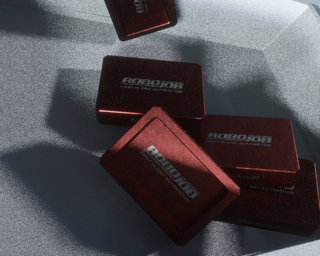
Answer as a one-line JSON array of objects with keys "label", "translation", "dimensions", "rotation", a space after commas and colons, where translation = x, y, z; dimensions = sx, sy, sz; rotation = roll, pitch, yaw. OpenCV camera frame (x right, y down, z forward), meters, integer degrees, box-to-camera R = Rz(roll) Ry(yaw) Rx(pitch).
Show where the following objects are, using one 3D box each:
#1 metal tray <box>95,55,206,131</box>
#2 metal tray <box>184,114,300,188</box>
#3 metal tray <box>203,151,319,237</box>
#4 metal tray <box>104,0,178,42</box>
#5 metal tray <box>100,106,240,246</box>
[{"label": "metal tray", "translation": [-0.011, -0.046, 0.399], "dimensions": [0.131, 0.030, 0.090], "rotation": [4, 58, -5]}, {"label": "metal tray", "translation": [0.098, 0.025, 0.390], "dimensions": [0.131, 0.030, 0.090], "rotation": [4, 44, 11]}, {"label": "metal tray", "translation": [0.122, 0.075, 0.384], "dimensions": [0.131, 0.030, 0.090], "rotation": [8, 52, 9]}, {"label": "metal tray", "translation": [-0.030, -0.183, 0.414], "dimensions": [0.090, 0.130, 0.030], "rotation": [-17, 61, 1]}, {"label": "metal tray", "translation": [0.010, 0.051, 0.342], "dimensions": [0.090, 0.030, 0.130], "rotation": [-44, 86, 5]}]
